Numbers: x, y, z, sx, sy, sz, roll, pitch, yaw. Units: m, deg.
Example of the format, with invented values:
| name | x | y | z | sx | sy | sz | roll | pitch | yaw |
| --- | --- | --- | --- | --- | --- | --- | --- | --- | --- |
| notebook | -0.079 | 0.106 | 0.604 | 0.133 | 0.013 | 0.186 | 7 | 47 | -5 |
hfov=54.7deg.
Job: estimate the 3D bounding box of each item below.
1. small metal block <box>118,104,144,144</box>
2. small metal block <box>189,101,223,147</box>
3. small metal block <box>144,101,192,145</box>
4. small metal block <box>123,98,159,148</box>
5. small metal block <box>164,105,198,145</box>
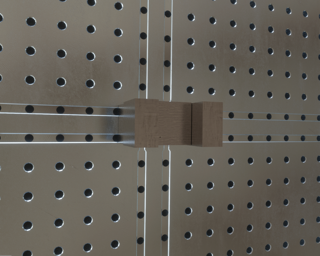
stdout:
| name | x | y | z | sx | sy | sz | roll | pitch | yaw |
| --- | --- | --- | --- | --- | --- | --- | --- | --- | --- |
| small metal block | -0.034 | -0.005 | 0.387 | 0.025 | 0.050 | 0.050 | 1 | 90 | -20 |
| small metal block | 0.050 | -0.004 | 0.364 | 0.025 | 0.050 | 0.050 | 1 | 90 | -20 |
| small metal block | 0.009 | -0.005 | 0.364 | 0.050 | 0.025 | 0.050 | 1 | 90 | -21 |
| small metal block | -0.022 | -0.005 | 0.338 | 0.025 | 0.050 | 0.050 | 1 | 90 | -20 |
| small metal block | 0.027 | -0.004 | 0.410 | 0.025 | 0.050 | 0.050 | -1 | 91 | -20 |
